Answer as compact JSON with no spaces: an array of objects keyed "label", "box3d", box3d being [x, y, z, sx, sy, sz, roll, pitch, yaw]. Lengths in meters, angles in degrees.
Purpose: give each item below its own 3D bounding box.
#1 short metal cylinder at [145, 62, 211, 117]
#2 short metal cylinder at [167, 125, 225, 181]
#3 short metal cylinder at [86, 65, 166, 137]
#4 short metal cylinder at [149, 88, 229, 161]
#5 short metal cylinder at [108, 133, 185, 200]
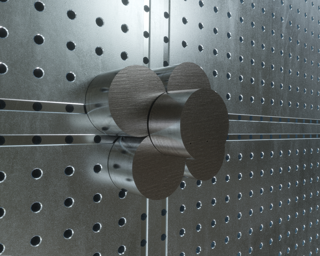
[{"label":"short metal cylinder","box3d":[0.023,-0.044,0.413,0.081,0.050,0.079,0,90,-40]},{"label":"short metal cylinder","box3d":[0.045,0.030,0.432,0.081,0.050,0.079,0,90,-40]},{"label":"short metal cylinder","box3d":[-0.038,-0.030,0.361,0.081,0.050,0.079,0,90,-40]},{"label":"short metal cylinder","box3d":[0.034,-0.004,0.356,0.081,0.050,0.079,-2,93,-41]},{"label":"short metal cylinder","box3d":[-0.016,0.044,0.381,0.081,0.050,0.079,0,90,-40]}]
